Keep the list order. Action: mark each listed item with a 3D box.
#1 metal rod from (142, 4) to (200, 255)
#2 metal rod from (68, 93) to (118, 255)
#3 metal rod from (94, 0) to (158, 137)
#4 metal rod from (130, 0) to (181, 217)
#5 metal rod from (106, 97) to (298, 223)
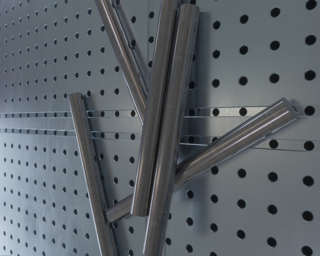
[{"bbox_3d":[0.014,0.001,0.374,0.025,0.025,0.299,7,87,40],"label":"metal rod"},{"bbox_3d":[-0.107,0.085,0.498,0.025,0.025,0.299,-25,75,37],"label":"metal rod"},{"bbox_3d":[-0.046,-0.092,0.448,0.025,0.025,0.299,-34,69,35],"label":"metal rod"},{"bbox_3d":[-0.003,-0.041,0.390,0.025,0.025,0.299,6,87,40],"label":"metal rod"},{"bbox_3d":[0.029,0.056,0.386,0.299,0.025,0.025,-37,67,33],"label":"metal rod"}]
